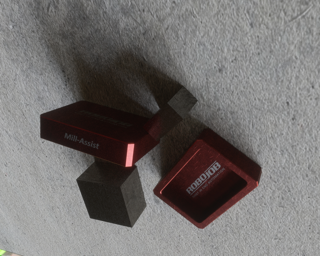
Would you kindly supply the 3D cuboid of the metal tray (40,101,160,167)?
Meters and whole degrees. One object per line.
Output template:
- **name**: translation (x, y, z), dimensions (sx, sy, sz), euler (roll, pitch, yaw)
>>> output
- **metal tray**: translation (-0.074, 0.002, 0.400), dimensions (0.130, 0.090, 0.030), euler (16, 113, 19)

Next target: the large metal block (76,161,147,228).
- **large metal block**: translation (-0.075, 0.104, 0.493), dimensions (0.080, 0.050, 0.079), euler (4, 120, 26)

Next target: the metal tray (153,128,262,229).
- **metal tray**: translation (0.059, 0.072, 0.416), dimensions (0.090, 0.030, 0.129), euler (38, 129, 2)

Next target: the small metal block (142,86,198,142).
- **small metal block**: translation (0.013, -0.017, 0.372), dimensions (0.025, 0.050, 0.050), euler (45, 129, -4)
